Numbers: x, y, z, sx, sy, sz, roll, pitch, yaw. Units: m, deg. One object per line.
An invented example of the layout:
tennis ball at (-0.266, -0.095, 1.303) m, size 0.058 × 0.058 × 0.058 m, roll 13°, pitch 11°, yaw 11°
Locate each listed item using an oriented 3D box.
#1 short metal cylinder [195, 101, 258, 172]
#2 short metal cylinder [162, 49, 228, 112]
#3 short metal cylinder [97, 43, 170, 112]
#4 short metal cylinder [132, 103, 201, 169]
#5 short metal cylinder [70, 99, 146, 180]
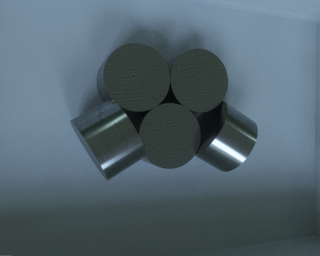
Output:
short metal cylinder at (0.081, 0.011, 0.409) m, size 0.050 × 0.080 × 0.080 m, roll 31°, pitch 80°, yaw -17°
short metal cylinder at (0.042, -0.060, 0.411) m, size 0.081 × 0.050 × 0.080 m, roll 0°, pitch 90°, yaw -20°
short metal cylinder at (-0.034, -0.059, 0.383) m, size 0.081 × 0.050 × 0.080 m, roll 0°, pitch 90°, yaw -20°
short metal cylinder at (0.005, 0.009, 0.397) m, size 0.081 × 0.050 × 0.080 m, roll 0°, pitch 90°, yaw -20°
short metal cylinder at (-0.060, 0.013, 0.358) m, size 0.050 × 0.080 × 0.080 m, roll -32°, pitch 101°, yaw -17°
